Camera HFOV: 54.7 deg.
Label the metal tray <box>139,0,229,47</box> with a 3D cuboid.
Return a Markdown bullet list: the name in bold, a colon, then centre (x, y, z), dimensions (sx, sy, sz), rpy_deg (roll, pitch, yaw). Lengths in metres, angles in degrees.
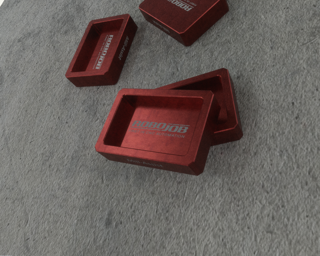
- **metal tray**: centre (0.035, -0.195, 0.502), dimensions (0.090, 0.030, 0.130), rpy_deg (-43, 51, -2)

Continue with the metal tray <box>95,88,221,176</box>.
- **metal tray**: centre (-0.004, 0.000, 0.363), dimensions (0.130, 0.030, 0.090), rpy_deg (6, 64, 30)

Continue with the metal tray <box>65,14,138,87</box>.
- **metal tray**: centre (-0.099, -0.134, 0.534), dimensions (0.090, 0.030, 0.130), rpy_deg (1, 62, 28)

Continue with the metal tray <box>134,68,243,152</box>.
- **metal tray**: centre (0.031, -0.017, 0.394), dimensions (0.130, 0.030, 0.090), rpy_deg (-14, 56, 20)
